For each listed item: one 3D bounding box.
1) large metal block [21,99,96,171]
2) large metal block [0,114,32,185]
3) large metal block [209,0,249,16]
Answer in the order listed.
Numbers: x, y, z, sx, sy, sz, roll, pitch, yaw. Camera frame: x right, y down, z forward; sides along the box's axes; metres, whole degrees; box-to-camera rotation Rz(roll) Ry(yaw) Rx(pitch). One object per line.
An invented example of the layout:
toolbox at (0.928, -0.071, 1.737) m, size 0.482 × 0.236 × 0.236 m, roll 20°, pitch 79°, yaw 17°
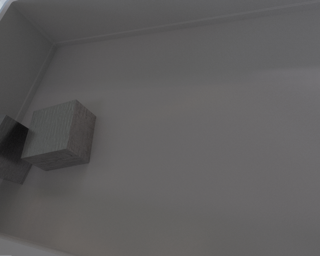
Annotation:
large metal block at (-0.148, 0.012, 0.460) m, size 0.080 × 0.050 × 0.080 m, roll -12°, pitch 57°, yaw 21°
large metal block at (-0.239, 0.032, 0.477) m, size 0.050 × 0.080 × 0.080 m, roll 5°, pitch 64°, yaw 31°
large metal block at (0.102, -0.230, 0.461) m, size 0.050 × 0.080 × 0.080 m, roll 1°, pitch 62°, yaw 29°
